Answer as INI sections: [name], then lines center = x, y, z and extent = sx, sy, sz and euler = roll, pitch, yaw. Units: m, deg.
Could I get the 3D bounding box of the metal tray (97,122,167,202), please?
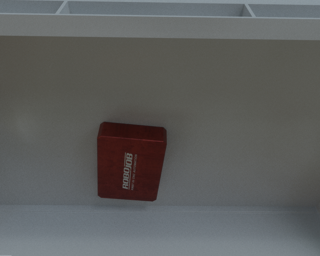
[metal tray]
center = -0.043, 0.053, 0.450
extent = 0.091, 0.030, 0.129
euler = 5, 130, -5
